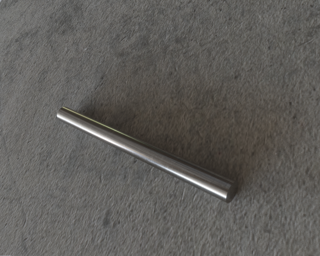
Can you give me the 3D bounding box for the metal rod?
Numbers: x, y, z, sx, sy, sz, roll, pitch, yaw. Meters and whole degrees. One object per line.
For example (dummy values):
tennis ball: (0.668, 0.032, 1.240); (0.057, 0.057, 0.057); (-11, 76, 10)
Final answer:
metal rod: (-0.039, 0.022, 0.409); (0.300, 0.025, 0.025); (21, 73, 35)
